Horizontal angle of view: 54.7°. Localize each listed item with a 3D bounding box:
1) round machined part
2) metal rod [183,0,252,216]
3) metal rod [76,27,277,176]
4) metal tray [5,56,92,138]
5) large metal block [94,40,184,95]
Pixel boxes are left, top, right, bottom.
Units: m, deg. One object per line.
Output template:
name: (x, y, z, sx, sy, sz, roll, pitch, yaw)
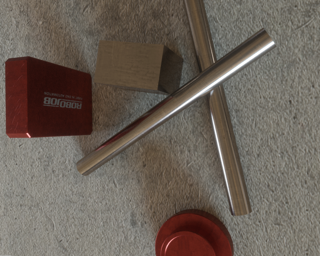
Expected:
round machined part: (0.039, 0.155, 0.386, 0.098, 0.042, 0.097, 0, 90, 19)
metal rod: (0.067, -0.043, 0.384, 0.025, 0.025, 0.298, -14, 86, 19)
metal rod: (0.003, -0.019, 0.388, 0.299, 0.025, 0.025, -34, 79, 23)
metal tray: (-0.136, -0.034, 0.400, 0.030, 0.130, 0.089, -1, 90, 20)
large metal block: (-0.023, -0.072, 0.387, 0.080, 0.080, 0.050, 9, 93, 19)
